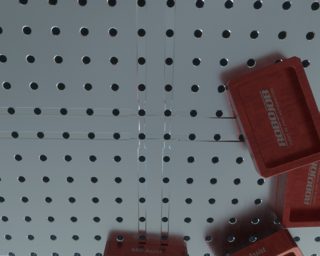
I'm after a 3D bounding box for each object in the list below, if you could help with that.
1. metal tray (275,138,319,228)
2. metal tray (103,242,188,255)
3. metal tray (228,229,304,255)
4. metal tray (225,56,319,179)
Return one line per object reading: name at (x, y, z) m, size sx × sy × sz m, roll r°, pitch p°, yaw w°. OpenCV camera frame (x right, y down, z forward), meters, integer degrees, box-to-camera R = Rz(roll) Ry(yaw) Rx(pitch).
metal tray at (0.220, 0.079, 0.443) m, size 0.091 × 0.030 × 0.129 m, roll -2°, pitch 110°, yaw 0°
metal tray at (-0.025, 0.232, 0.496) m, size 0.131 × 0.030 × 0.089 m, roll 5°, pitch 110°, yaw -3°
metal tray at (0.153, 0.212, 0.474) m, size 0.130 × 0.030 × 0.090 m, roll -31°, pitch 129°, yaw 10°
metal tray at (0.147, -0.013, 0.389) m, size 0.090 × 0.030 × 0.129 m, roll -20°, pitch 93°, yaw 7°
